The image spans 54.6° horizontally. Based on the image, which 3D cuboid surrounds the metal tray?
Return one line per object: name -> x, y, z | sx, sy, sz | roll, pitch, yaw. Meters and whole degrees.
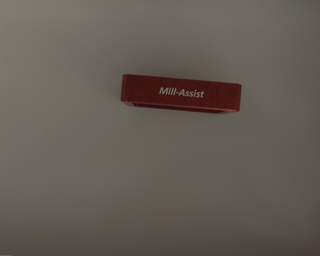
metal tray -> 0.023, -0.039, 0.379 | 0.131, 0.090, 0.030 | 5, 90, 0
